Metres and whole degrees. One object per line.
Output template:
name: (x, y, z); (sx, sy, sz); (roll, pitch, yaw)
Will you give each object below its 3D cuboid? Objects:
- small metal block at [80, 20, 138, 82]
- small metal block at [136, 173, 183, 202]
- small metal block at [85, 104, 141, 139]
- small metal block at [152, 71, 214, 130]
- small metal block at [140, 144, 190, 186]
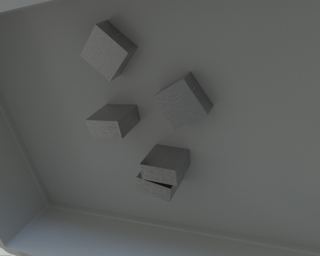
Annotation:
small metal block: (-0.063, -0.095, 0.382); (0.050, 0.025, 0.050); (41, 129, -1)
small metal block: (0.001, 0.071, 0.435); (0.050, 0.050, 0.025); (16, 125, 19)
small metal block: (-0.062, -0.010, 0.417); (0.050, 0.050, 0.025); (3, 120, 26)
small metal block: (0.028, -0.032, 0.373); (0.050, 0.025, 0.050); (-27, 104, 37)
small metal block: (0.008, 0.049, 0.417); (0.050, 0.050, 0.025); (7, 122, 24)
